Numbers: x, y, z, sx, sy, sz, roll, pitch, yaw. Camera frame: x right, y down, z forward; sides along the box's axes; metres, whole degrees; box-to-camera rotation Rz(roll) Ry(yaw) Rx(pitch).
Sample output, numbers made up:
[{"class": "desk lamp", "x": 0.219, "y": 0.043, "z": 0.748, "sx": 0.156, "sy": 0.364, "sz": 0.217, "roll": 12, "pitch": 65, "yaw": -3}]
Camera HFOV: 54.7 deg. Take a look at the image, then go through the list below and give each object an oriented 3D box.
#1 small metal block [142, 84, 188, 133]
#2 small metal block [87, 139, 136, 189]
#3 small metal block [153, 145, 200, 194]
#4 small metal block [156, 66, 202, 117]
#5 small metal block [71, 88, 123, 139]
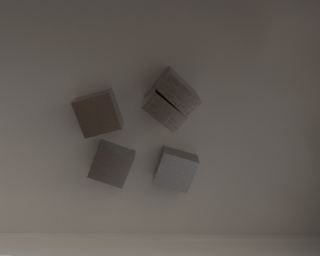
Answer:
[{"class": "small metal block", "x": 0.006, "y": -0.026, "z": 0.388, "sx": 0.050, "sy": 0.050, "sz": 0.025, "roll": 38, "pitch": 106, "yaw": -13}, {"class": "small metal block", "x": -0.067, "y": 0.050, "z": 0.429, "sx": 0.050, "sy": 0.025, "sz": 0.050, "roll": 20, "pitch": 109, "yaw": -8}, {"class": "small metal block", "x": 0.021, "y": 0.058, "z": 0.433, "sx": 0.050, "sy": 0.025, "sz": 0.050, "roll": 17, "pitch": 109, "yaw": -6}, {"class": "small metal block", "x": 0.022, "y": -0.046, "z": 0.381, "sx": 0.050, "sy": 0.050, "sz": 0.025, "roll": 42, "pitch": 105, "yaw": -14}, {"class": "small metal block", "x": -0.080, "y": -0.019, "z": 0.403, "sx": 0.050, "sy": 0.025, "sz": 0.050, "roll": -15, "pitch": 110, "yaw": 5}]
